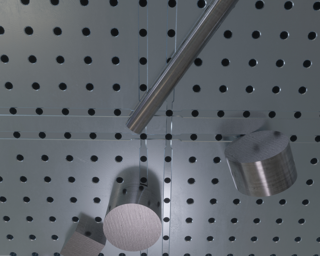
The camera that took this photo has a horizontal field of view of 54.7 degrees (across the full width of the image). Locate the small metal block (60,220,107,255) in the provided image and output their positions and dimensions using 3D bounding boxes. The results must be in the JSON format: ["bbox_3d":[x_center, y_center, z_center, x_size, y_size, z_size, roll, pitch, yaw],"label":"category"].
[{"bbox_3d":[-0.117,0.179,0.478,0.050,0.025,0.050,31,107,-11],"label":"small metal block"}]

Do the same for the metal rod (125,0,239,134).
[{"bbox_3d":[0.051,-0.115,0.371,0.025,0.025,0.299,34,106,-12],"label":"metal rod"}]

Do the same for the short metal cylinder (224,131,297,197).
[{"bbox_3d":[0.130,0.044,0.402,0.080,0.080,0.050,-19,109,7],"label":"short metal cylinder"}]

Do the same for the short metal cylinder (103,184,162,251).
[{"bbox_3d":[-0.038,0.129,0.447,0.081,0.050,0.079,0,110,0],"label":"short metal cylinder"}]
